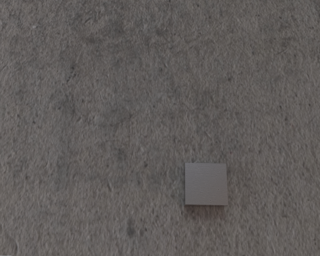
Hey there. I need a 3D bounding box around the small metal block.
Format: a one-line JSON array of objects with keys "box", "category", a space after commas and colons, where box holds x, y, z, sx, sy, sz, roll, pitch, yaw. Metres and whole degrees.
[{"box": [0.055, 0.071, 0.383, 0.050, 0.025, 0.050, 1, 70, 0], "category": "small metal block"}]
